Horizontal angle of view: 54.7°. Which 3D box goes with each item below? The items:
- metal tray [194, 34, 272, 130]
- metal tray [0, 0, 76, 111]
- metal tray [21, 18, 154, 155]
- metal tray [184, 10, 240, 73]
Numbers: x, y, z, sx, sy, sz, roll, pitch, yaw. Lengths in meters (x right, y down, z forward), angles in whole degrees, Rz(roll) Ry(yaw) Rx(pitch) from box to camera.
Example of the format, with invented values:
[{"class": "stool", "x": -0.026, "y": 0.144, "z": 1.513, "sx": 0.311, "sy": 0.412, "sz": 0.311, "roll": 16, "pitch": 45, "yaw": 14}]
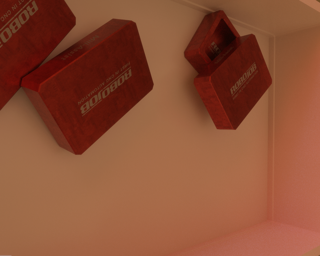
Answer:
[{"class": "metal tray", "x": 0.113, "y": -0.069, "z": 0.461, "sx": 0.131, "sy": 0.030, "sz": 0.090, "roll": -46, "pitch": 118, "yaw": -30}, {"class": "metal tray", "x": -0.141, "y": -0.087, "z": 0.266, "sx": 0.130, "sy": 0.030, "sz": 0.090, "roll": -59, "pitch": 144, "yaw": -23}, {"class": "metal tray", "x": -0.067, "y": -0.046, "z": 0.329, "sx": 0.131, "sy": 0.030, "sz": 0.090, "roll": -46, "pitch": 138, "yaw": -30}, {"class": "metal tray", "x": 0.103, "y": -0.106, "z": 0.492, "sx": 0.130, "sy": 0.030, "sz": 0.090, "roll": 43, "pitch": 64, "yaw": -32}]
